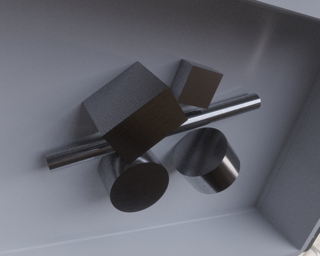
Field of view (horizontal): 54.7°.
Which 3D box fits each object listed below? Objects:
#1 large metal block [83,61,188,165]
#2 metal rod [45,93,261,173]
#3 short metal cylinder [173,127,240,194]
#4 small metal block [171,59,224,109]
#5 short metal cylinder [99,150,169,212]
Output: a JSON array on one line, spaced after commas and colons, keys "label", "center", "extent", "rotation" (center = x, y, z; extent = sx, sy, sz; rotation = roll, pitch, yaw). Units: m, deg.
[{"label": "large metal block", "center": [-0.029, -0.019, 0.345], "extent": [0.080, 0.080, 0.050], "rotation": [-37, 130, -4]}, {"label": "metal rod", "center": [0.006, 0.000, 0.412], "extent": [0.302, 0.025, 0.025], "rotation": [-16, 125, -20]}, {"label": "short metal cylinder", "center": [0.066, 0.046, 0.438], "extent": [0.080, 0.080, 0.050], "rotation": [-40, 130, -1]}, {"label": "small metal block", "center": [0.046, -0.056, 0.399], "extent": [0.050, 0.025, 0.050], "rotation": [9, 114, -33]}, {"label": "short metal cylinder", "center": [-0.035, 0.065, 0.412], "extent": [0.081, 0.050, 0.079], "rotation": [-14, 125, -21]}]
